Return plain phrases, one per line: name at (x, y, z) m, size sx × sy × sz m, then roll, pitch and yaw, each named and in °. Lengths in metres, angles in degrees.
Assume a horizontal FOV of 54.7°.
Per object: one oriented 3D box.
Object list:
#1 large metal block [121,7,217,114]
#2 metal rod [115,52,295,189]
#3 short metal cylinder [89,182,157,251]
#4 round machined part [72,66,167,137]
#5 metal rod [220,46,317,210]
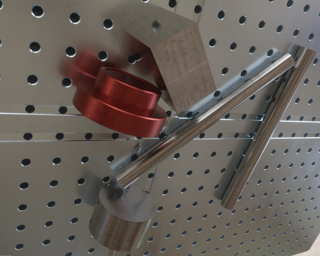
large metal block at (0.009, -0.075, 0.336) m, size 0.050 × 0.080 × 0.080 m, roll -32°, pitch 129°, yaw -8°
metal rod at (0.066, -0.013, 0.441) m, size 0.301 × 0.025 × 0.025 m, roll -36°, pitch 129°, yaw -5°
short metal cylinder at (-0.051, 0.119, 0.423) m, size 0.081 × 0.080 × 0.050 m, roll 8°, pitch 114°, yaw -32°
round machined part at (-0.037, -0.032, 0.325) m, size 0.099 × 0.098 × 0.042 m, roll 12°, pitch 110°, yaw -34°
metal rod at (0.172, 0.012, 0.515) m, size 0.025 × 0.025 × 0.298 m, roll 7°, pitch 115°, yaw -32°
